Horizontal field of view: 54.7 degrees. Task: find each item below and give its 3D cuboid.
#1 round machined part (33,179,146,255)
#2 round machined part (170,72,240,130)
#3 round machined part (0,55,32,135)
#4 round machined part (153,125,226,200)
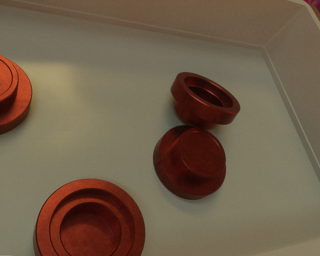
[{"bbox_3d":[-0.067,0.101,0.293,0.099,0.042,0.098,16,48,-18],"label":"round machined part"},{"bbox_3d":[0.059,-0.034,0.435,0.099,0.042,0.098,21,30,-13],"label":"round machined part"},{"bbox_3d":[-0.185,-0.042,0.321,0.099,0.042,0.098,14,56,-21],"label":"round machined part"},{"bbox_3d":[0.044,0.039,0.397,0.099,0.042,0.098,14,56,-21],"label":"round machined part"}]
